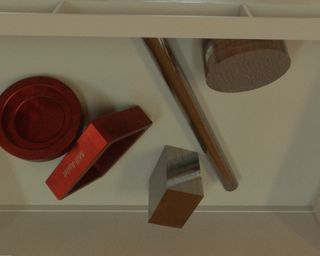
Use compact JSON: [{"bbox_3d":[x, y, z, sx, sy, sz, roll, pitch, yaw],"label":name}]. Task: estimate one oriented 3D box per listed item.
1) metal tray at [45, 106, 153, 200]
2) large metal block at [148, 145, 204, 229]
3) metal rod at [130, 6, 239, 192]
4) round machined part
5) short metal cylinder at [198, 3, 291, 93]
[{"bbox_3d":[-0.077,0.031,0.392,0.030,0.091,0.129,50,122,9],"label":"metal tray"},{"bbox_3d":[0.020,0.084,0.445,0.050,0.080,0.079,14,129,-12],"label":"large metal block"},{"bbox_3d":[0.046,-0.013,0.398,0.025,0.025,0.299,-20,128,16],"label":"metal rod"},{"bbox_3d":[-0.139,-0.008,0.365,0.099,0.098,0.042,3,165,-3],"label":"round machined part"},{"bbox_3d":[0.082,-0.076,0.308,0.081,0.050,0.080,-6,160,-2],"label":"short metal cylinder"}]
